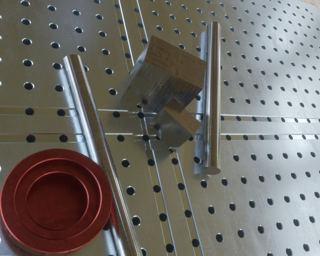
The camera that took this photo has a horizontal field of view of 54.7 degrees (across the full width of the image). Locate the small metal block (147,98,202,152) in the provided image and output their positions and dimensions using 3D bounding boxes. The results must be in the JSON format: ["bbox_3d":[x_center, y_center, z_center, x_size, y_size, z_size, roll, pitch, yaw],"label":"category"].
[{"bbox_3d":[0.018,-0.003,0.405,0.050,0.050,0.025,43,51,1],"label":"small metal block"}]

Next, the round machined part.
[{"bbox_3d":[-0.100,0.073,0.300,0.099,0.042,0.098,14,56,-21],"label":"round machined part"}]

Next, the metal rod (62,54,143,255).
[{"bbox_3d":[-0.064,0.043,0.348,0.025,0.025,0.299,-8,66,-32],"label":"metal rod"}]

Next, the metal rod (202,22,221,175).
[{"bbox_3d":[0.084,-0.066,0.495,0.025,0.025,0.300,20,54,-17],"label":"metal rod"}]

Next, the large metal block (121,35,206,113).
[{"bbox_3d":[0.005,-0.064,0.416,0.080,0.080,0.050,23,53,-15],"label":"large metal block"}]
